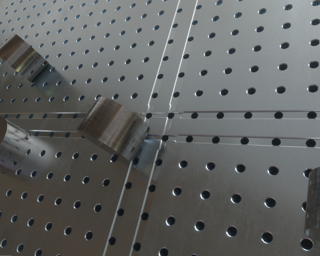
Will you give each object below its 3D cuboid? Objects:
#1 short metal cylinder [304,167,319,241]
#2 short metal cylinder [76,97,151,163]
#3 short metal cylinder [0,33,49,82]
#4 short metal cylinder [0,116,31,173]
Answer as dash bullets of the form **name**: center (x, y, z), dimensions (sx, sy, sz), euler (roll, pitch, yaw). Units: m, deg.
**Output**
- **short metal cylinder**: center (0.161, 0.067, 0.247), dimensions (0.080, 0.080, 0.050), euler (3, 64, 29)
- **short metal cylinder**: center (-0.060, 0.003, 0.401), dimensions (0.080, 0.080, 0.050), euler (21, 73, 35)
- **short metal cylinder**: center (-0.261, -0.133, 0.589), dimensions (0.050, 0.080, 0.080), euler (-49, 52, -6)
- **short metal cylinder**: center (-0.264, 0.027, 0.511), dimensions (0.080, 0.050, 0.080), euler (-13, 56, 21)
